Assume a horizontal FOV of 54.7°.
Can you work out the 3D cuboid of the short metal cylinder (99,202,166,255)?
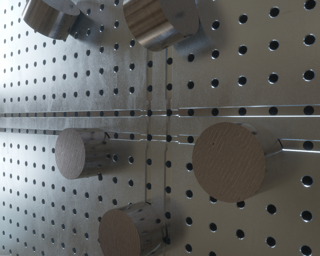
[{"bbox_3d":[-0.039,0.147,0.425,0.080,0.050,0.079,0,90,40],"label":"short metal cylinder"}]

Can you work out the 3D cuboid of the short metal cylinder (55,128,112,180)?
[{"bbox_3d":[-0.123,0.039,0.495,0.080,0.050,0.079,0,90,40],"label":"short metal cylinder"}]

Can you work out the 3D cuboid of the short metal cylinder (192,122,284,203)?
[{"bbox_3d":[0.081,0.034,0.326,0.080,0.050,0.079,0,90,40],"label":"short metal cylinder"}]

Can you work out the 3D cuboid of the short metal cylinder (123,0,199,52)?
[{"bbox_3d":[0.003,-0.139,0.371,0.050,0.081,0.080,-16,80,39],"label":"short metal cylinder"}]

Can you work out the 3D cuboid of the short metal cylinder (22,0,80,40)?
[{"bbox_3d":[-0.184,-0.195,0.526,0.050,0.081,0.080,-51,60,28],"label":"short metal cylinder"}]
